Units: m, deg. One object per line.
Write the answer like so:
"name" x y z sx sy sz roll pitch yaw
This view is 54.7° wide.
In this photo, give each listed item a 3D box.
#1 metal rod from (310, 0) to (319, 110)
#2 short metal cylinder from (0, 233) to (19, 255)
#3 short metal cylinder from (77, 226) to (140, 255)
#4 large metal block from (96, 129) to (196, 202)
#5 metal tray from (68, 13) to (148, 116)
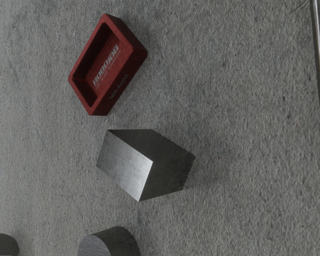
"metal rod" 0.149 -0.124 0.281 0.025 0.025 0.298 -6 86 40
"short metal cylinder" -0.351 0.273 0.659 0.080 0.081 0.050 45 117 30
"short metal cylinder" -0.075 0.190 0.451 0.080 0.050 0.080 0 90 40
"large metal block" -0.017 0.041 0.384 0.080 0.081 0.050 31 109 35
"metal tray" -0.084 -0.092 0.470 0.129 0.030 0.090 -51 60 28
